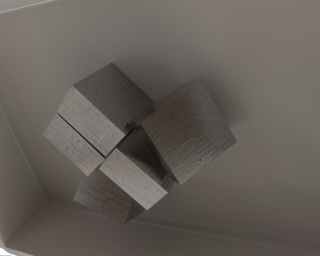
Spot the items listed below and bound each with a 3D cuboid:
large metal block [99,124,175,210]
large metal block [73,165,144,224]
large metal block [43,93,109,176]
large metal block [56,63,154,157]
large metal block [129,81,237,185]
[{"bbox_3d":[-0.017,0.044,0.405,0.080,0.080,0.050,41,129,0],"label":"large metal block"},{"bbox_3d":[-0.064,0.091,0.451,0.080,0.080,0.050,20,92,16],"label":"large metal block"},{"bbox_3d":[-0.093,0.004,0.422,0.080,0.080,0.050,44,129,-3],"label":"large metal block"},{"bbox_3d":[-0.065,-0.025,0.388,0.080,0.080,0.050,43,129,-2],"label":"large metal block"},{"bbox_3d":[0.025,0.003,0.351,0.080,0.080,0.050,58,167,-13],"label":"large metal block"}]
